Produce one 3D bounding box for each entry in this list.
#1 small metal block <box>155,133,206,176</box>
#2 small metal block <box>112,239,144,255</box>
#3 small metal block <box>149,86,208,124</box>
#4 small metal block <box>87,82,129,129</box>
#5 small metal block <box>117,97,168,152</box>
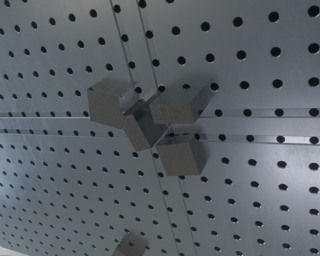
[{"bbox_3d":[0.028,0.037,0.420,0.050,0.025,0.050,-7,115,31],"label":"small metal block"},{"bbox_3d":[-0.065,0.250,0.601,0.050,0.025,0.050,31,129,8],"label":"small metal block"},{"bbox_3d":[0.023,-0.027,0.366,0.050,0.050,0.025,0,118,28],"label":"small metal block"},{"bbox_3d":[-0.071,-0.031,0.430,0.050,0.025,0.050,15,125,20],"label":"small metal block"},{"bbox_3d":[-0.021,-0.005,0.404,0.025,0.050,0.050,-16,110,34],"label":"small metal block"}]
